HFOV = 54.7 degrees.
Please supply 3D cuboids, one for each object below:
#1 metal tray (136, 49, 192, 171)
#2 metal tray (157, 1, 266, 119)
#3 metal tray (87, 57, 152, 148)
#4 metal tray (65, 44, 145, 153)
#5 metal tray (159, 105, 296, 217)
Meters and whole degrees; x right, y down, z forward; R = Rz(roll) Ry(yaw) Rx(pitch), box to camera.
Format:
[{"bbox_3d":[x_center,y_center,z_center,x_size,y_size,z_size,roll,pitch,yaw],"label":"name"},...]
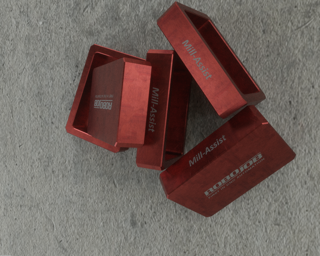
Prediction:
[{"bbox_3d":[0.009,-0.020,0.372,0.030,0.090,0.129,7,93,20],"label":"metal tray"},{"bbox_3d":[0.061,-0.076,0.351,0.030,0.091,0.130,-38,78,30],"label":"metal tray"},{"bbox_3d":[-0.053,-0.030,0.368,0.130,0.030,0.089,11,95,64],"label":"metal tray"},{"bbox_3d":[-0.070,-0.041,0.431,0.090,0.030,0.129,21,97,18],"label":"metal tray"},{"bbox_3d":[0.076,0.043,0.348,0.130,0.090,0.030,-40,43,15],"label":"metal tray"}]
